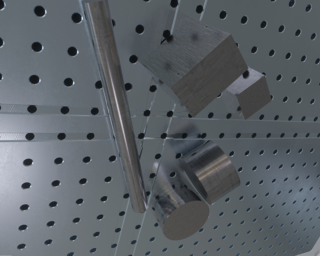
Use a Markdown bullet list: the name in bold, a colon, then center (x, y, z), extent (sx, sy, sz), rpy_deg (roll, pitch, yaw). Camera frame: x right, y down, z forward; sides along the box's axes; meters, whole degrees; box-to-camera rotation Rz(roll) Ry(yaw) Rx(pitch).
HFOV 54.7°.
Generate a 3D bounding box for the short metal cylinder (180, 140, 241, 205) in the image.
- **short metal cylinder**: center (0.072, 0.065, 0.456), extent (0.050, 0.080, 0.080), rpy_deg (-32, 129, -8)

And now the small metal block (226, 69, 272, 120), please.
- **small metal block**: center (0.131, -0.048, 0.453), extent (0.050, 0.025, 0.050), rpy_deg (-36, 129, -4)

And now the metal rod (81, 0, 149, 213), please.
- **metal rod**: center (-0.047, -0.003, 0.384), extent (0.025, 0.025, 0.298), rpy_deg (-20, 126, -17)

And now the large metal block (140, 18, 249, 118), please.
- **large metal block**: center (0.037, -0.071, 0.352), extent (0.080, 0.080, 0.050), rpy_deg (-42, 130, 1)

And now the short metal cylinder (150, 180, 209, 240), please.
- **short metal cylinder**: center (0.031, 0.131, 0.493), extent (0.081, 0.050, 0.079), rpy_deg (-14, 124, -21)
